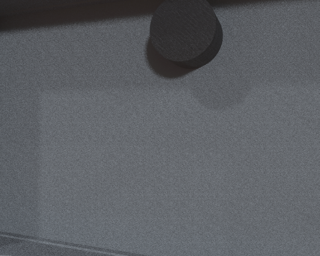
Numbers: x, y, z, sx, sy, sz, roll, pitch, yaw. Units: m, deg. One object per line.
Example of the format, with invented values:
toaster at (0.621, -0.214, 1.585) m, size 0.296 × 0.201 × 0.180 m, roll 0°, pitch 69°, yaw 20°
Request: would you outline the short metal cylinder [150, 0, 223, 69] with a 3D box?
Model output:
short metal cylinder at (0.034, -0.118, 0.385) m, size 0.080 × 0.050 × 0.080 m, roll 0°, pitch 90°, yaw 20°
